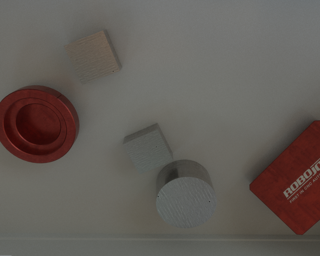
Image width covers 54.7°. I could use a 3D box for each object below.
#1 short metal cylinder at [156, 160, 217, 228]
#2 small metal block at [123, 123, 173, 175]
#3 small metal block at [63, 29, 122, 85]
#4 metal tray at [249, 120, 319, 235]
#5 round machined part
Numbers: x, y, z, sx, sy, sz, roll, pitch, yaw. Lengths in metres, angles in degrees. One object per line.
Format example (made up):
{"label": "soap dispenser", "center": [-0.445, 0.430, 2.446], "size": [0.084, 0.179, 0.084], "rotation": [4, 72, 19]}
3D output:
{"label": "short metal cylinder", "center": [0.035, 0.091, 0.432], "size": [0.081, 0.050, 0.079], "rotation": [0, 110, -1]}
{"label": "small metal block", "center": [-0.016, 0.028, 0.422], "size": [0.050, 0.025, 0.050], "rotation": [-24, 109, 8]}
{"label": "small metal block", "center": [-0.080, -0.087, 0.378], "size": [0.050, 0.025, 0.050], "rotation": [-19, 109, 6]}
{"label": "metal tray", "center": [0.197, 0.065, 0.412], "size": [0.090, 0.030, 0.130], "rotation": [45, 106, 18]}
{"label": "round machined part", "center": [-0.153, -0.008, 0.397], "size": [0.099, 0.042, 0.097], "rotation": [0, 110, -1]}
